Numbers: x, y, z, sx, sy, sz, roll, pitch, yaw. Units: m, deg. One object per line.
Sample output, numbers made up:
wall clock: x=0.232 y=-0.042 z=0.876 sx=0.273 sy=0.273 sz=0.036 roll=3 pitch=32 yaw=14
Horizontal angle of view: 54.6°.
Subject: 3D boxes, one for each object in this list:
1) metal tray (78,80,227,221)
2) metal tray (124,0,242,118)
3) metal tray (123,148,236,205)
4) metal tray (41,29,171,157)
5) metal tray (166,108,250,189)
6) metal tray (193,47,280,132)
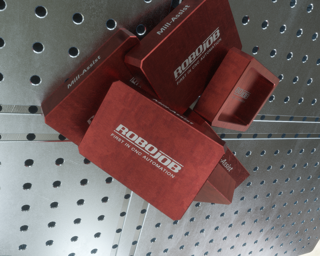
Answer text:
metal tray: x=-0.010 y=0.021 z=0.320 sx=0.090 sy=0.130 sz=0.030 roll=-59 pitch=169 yaw=14
metal tray: x=0.032 y=-0.084 z=0.349 sx=0.130 sy=0.030 sz=0.090 roll=-47 pitch=134 yaw=-14
metal tray: x=0.018 y=0.061 z=0.396 sx=0.090 sy=0.130 sz=0.030 roll=45 pitch=54 yaw=-39
metal tray: x=-0.056 y=-0.035 z=0.355 sx=0.130 sy=0.030 sz=0.090 roll=-43 pitch=130 yaw=2
metal tray: x=0.058 y=0.019 z=0.410 sx=0.030 sy=0.090 sz=0.130 roll=-44 pitch=129 yaw=2
metal tray: x=0.104 y=-0.043 z=0.406 sx=0.131 sy=0.030 sz=0.090 roll=7 pitch=118 yaw=-56
